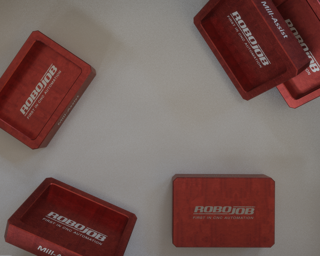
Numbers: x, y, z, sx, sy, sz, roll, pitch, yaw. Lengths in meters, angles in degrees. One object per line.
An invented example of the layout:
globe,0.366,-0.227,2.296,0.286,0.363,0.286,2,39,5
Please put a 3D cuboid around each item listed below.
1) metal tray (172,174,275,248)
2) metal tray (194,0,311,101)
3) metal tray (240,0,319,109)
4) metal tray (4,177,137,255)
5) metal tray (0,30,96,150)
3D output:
metal tray,0.082,0.108,0.409,0.131,0.030,0.089,0,90,0
metal tray,0.106,-0.107,0.378,0.030,0.090,0.130,-33,90,-30
metal tray,0.173,-0.101,0.386,0.090,0.030,0.130,-33,91,36
metal tray,-0.102,0.120,0.376,0.131,0.090,0.030,24,117,0
metal tray,-0.158,-0.048,0.407,0.090,0.030,0.130,34,90,0
